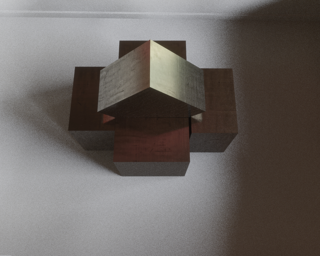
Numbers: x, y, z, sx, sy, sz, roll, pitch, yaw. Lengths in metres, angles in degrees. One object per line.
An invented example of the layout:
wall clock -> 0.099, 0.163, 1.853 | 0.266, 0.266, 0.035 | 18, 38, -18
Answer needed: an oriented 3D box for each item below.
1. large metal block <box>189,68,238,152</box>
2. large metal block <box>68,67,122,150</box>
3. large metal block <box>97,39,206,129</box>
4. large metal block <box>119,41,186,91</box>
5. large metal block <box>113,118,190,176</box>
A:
large metal block -> 0.059, -0.019, 0.384 | 0.050, 0.080, 0.080 | 0, 70, 0
large metal block -> -0.074, -0.021, 0.387 | 0.050, 0.080, 0.080 | 0, 70, 0
large metal block -> -0.009, -0.040, 0.334 | 0.080, 0.080, 0.050 | 19, 63, -42
large metal block -> -0.009, -0.069, 0.404 | 0.081, 0.080, 0.050 | 0, 70, 0
large metal block -> -0.009, 0.025, 0.370 | 0.081, 0.080, 0.050 | 0, 70, 0
